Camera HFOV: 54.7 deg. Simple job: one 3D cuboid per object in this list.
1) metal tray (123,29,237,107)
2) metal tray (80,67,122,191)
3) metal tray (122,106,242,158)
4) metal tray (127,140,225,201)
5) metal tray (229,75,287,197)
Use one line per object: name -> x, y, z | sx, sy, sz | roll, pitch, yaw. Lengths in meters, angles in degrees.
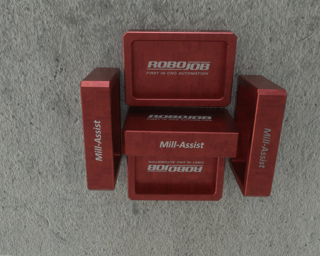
metal tray -> 0.023, -0.073, 0.382 | 0.131, 0.030, 0.089 | 0, 113, -1
metal tray -> -0.067, -0.002, 0.375 | 0.030, 0.090, 0.129 | 1, 111, -1
metal tray -> 0.024, 0.002, 0.379 | 0.131, 0.090, 0.030 | 1, 111, -1
metal tray -> 0.021, 0.054, 0.430 | 0.131, 0.030, 0.089 | 1, 109, -1
metal tray -> 0.114, 0.007, 0.380 | 0.030, 0.090, 0.129 | 1, 110, 0
